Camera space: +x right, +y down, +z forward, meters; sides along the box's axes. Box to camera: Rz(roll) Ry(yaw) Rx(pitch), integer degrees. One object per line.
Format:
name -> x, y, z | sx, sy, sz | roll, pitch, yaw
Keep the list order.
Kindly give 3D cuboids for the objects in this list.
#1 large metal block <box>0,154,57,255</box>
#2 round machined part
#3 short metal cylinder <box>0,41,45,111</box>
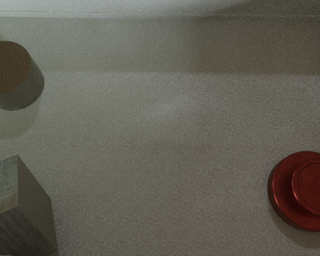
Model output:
large metal block -> -0.155, 0.089, 0.329 | 0.050, 0.080, 0.080 | -24, 38, -9
round machined part -> 0.187, 0.075, 0.376 | 0.099, 0.042, 0.098 | 0, 70, -1
short metal cylinder -> -0.206, -0.070, 0.419 | 0.081, 0.050, 0.080 | 0, 70, 0
